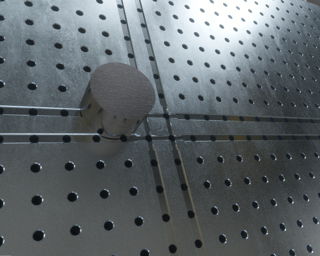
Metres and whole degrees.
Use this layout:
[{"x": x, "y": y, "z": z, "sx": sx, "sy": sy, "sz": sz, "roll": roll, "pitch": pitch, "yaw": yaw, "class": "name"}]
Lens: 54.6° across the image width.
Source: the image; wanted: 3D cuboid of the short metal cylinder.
[{"x": -0.053, "y": -0.034, "z": 0.384, "sx": 0.081, "sy": 0.050, "sz": 0.080, "roll": 13, "pitch": 56, "yaw": -21, "class": "short metal cylinder"}]
